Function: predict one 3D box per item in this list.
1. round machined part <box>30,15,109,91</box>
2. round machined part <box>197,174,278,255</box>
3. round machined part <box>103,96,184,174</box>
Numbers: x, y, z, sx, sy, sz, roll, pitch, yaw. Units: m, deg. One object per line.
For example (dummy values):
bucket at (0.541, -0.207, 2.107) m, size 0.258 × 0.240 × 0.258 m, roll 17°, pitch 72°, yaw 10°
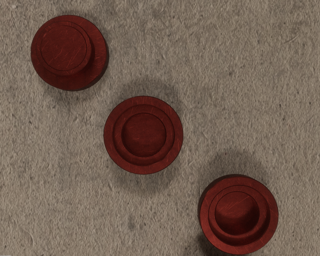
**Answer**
round machined part at (-0.118, -0.098, 0.400) m, size 0.099 × 0.042 × 0.097 m, roll 0°, pitch 90°, yaw -1°
round machined part at (0.098, 0.108, 0.403) m, size 0.099 × 0.042 × 0.097 m, roll 0°, pitch 90°, yaw -1°
round machined part at (-0.020, 0.009, 0.401) m, size 0.099 × 0.042 × 0.097 m, roll 0°, pitch 90°, yaw -1°
